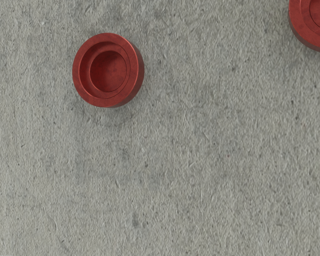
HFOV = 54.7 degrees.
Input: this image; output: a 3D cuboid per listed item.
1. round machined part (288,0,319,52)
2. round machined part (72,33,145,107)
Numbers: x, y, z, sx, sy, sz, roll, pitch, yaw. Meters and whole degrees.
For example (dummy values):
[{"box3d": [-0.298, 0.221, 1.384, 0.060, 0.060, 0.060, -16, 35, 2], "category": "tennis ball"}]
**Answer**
[{"box3d": [0.190, -0.128, 0.333, 0.098, 0.042, 0.097, 0, 90, 20], "category": "round machined part"}, {"box3d": [-0.066, -0.076, 0.423, 0.098, 0.042, 0.097, 0, 90, 20], "category": "round machined part"}]
